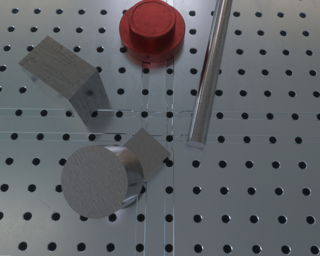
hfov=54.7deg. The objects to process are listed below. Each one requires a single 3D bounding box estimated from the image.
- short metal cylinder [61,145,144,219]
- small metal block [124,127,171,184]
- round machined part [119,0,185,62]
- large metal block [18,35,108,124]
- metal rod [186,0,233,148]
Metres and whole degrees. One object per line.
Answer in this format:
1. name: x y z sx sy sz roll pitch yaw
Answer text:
1. short metal cylinder: -0.066 0.060 0.361 0.080 0.050 0.080 -1 88 16
2. small metal block: -0.022 0.036 0.398 0.050 0.025 0.050 42 75 13
3. round machined part: -0.012 -0.150 0.457 0.099 0.042 0.098 0 70 0
4. large metal block: -0.121 -0.059 0.403 0.080 0.080 0.050 35 74 12
5. metal rod: 0.080 -0.115 0.454 0.025 0.025 0.299 12 70 4
